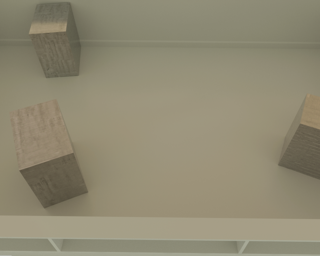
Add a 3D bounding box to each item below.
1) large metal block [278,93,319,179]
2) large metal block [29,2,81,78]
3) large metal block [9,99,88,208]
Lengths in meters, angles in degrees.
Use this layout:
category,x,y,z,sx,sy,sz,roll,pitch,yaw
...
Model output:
category,x,y,z,sx,sy,sz,roll,pitch,yaw
large metal block,0.193,0.016,0.357,0.080,0.080,0.050,19,53,15
large metal block,-0.159,-0.136,0.482,0.050,0.080,0.080,-6,51,-4
large metal block,-0.122,0.029,0.344,0.050,0.080,0.080,-19,53,-15
